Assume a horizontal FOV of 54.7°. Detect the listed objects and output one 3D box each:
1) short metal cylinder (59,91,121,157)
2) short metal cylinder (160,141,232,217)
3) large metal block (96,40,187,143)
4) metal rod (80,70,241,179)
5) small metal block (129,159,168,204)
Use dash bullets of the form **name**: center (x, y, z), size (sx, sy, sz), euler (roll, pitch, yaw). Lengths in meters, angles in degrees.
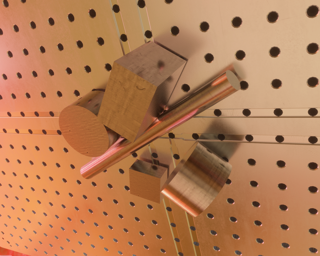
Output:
- **short metal cylinder**: center (-0.093, -0.006, 0.435), size (0.080, 0.050, 0.079), euler (13, 124, 21)
- **short metal cylinder**: center (0.044, 0.063, 0.387), size (0.050, 0.080, 0.080), euler (37, 129, 3)
- **large metal block**: center (-0.021, -0.043, 0.355), size (0.050, 0.080, 0.079), euler (32, 129, 7)
- **metal rod**: center (-0.021, 0.011, 0.425), size (0.299, 0.025, 0.025), euler (-32, 101, 38)
- **small metal block**: center (-0.017, 0.080, 0.465), size (0.050, 0.025, 0.050), euler (14, 124, 20)
